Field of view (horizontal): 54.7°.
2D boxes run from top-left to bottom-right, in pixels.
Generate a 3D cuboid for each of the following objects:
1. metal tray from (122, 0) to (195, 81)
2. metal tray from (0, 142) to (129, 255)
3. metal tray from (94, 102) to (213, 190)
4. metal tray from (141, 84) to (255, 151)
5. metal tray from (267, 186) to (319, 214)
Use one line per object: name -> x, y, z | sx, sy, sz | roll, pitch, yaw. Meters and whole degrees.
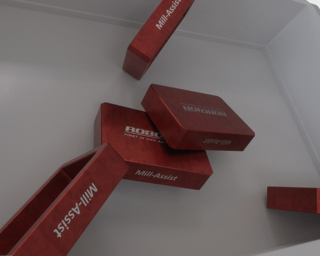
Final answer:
metal tray -> 0.001, -0.132, 0.413 | 0.030, 0.090, 0.130 | 35, 78, -6
metal tray -> -0.091, 0.074, 0.259 | 0.030, 0.090, 0.131 | 51, 44, -15
metal tray -> -0.010, 0.021, 0.367 | 0.131, 0.030, 0.090 | 13, 38, -21
metal tray -> 0.051, -0.012, 0.402 | 0.131, 0.030, 0.090 | 5, 37, -38
metal tray -> 0.224, 0.100, 0.419 | 0.131, 0.090, 0.030 | 10, 77, -23
